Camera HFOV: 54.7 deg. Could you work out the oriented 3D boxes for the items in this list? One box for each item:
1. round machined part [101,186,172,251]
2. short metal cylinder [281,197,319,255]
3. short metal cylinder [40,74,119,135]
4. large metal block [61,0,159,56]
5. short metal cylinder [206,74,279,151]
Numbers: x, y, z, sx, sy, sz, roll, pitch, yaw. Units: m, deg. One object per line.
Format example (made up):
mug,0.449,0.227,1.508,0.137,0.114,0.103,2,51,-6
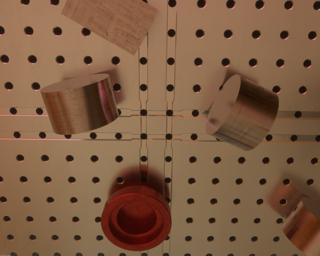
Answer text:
round machined part,-0.033,0.126,0.450,0.099,0.042,0.097,0,110,0
short metal cylinder,0.223,0.144,0.439,0.080,0.080,0.050,25,108,-9
short metal cylinder,-0.095,-0.031,0.372,0.080,0.080,0.050,-10,110,3
large metal block,-0.048,-0.126,0.337,0.080,0.080,0.050,29,108,-10
short metal cylinder,0.098,-0.018,0.378,0.050,0.080,0.080,24,108,-9
